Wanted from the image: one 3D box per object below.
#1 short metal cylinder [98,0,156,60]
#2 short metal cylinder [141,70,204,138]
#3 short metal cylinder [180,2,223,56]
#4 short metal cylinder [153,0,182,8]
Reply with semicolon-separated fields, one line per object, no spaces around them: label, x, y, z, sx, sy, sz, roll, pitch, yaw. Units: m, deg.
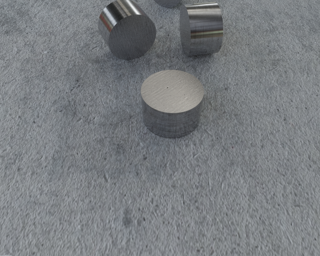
short metal cylinder;-0.053;-0.158;0.499;0.081;0.080;0.050;-20;53;-16
short metal cylinder;0.016;-0.033;0.414;0.080;0.050;0.080;0;50;0
short metal cylinder;0.065;-0.159;0.502;0.050;0.080;0.080;-8;51;-6
short metal cylinder;0.021;-0.286;0.608;0.080;0.080;0.050;25;55;20
